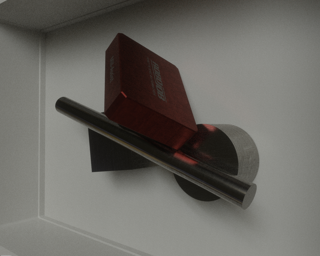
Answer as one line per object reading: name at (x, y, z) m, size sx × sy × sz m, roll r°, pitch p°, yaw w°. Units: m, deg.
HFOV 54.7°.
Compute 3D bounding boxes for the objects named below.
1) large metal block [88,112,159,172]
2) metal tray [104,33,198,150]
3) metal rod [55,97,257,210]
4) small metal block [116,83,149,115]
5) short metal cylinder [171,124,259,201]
large metal block at (-0.053, 0.017, 0.430) m, size 0.080 × 0.050 × 0.080 m, roll -10°, pitch 84°, yaw 39°
metal tray at (-0.013, -0.044, 0.340) m, size 0.030 × 0.090 × 0.130 m, roll -48°, pitch 32°, yaw 28°
metal rod at (-0.031, 0.013, 0.363) m, size 0.300 × 0.025 × 0.025 m, roll 23°, pitch 105°, yaw 37°
small metal block at (-0.029, -0.044, 0.383) m, size 0.050 × 0.025 × 0.050 m, roll -3°, pitch 52°, yaw 13°
short metal cylinder at (0.060, 0.035, 0.338) m, size 0.080 × 0.050 × 0.079 m, roll 0°, pitch 90°, yaw 39°
